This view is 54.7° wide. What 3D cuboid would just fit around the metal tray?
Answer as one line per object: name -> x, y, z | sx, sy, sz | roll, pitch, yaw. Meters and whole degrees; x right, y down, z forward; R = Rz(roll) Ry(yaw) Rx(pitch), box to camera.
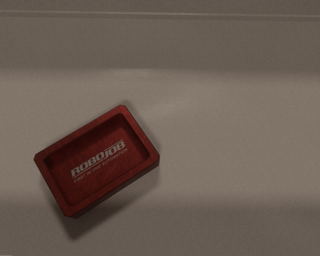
metal tray -> -0.077, 0.041, 0.391 | 0.131, 0.030, 0.090 | -32, 73, -11
